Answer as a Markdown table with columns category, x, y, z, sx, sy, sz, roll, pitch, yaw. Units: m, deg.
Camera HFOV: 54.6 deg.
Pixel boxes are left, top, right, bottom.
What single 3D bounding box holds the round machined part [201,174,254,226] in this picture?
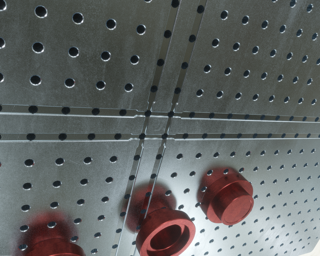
| category | x | y | z | sx | sy | sz | roll | pitch | yaw |
| --- | --- | --- | --- | --- | --- | --- | --- | --- | --- |
| round machined part | 0.126 | 0.133 | 0.550 | 0.099 | 0.042 | 0.097 | -14 | 124 | -21 |

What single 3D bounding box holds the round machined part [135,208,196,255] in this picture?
| category | x | y | z | sx | sy | sz | roll | pitch | yaw |
| --- | --- | --- | --- | --- | --- | --- | --- | --- | --- |
| round machined part | 0.005 | 0.171 | 0.508 | 0.099 | 0.042 | 0.097 | -14 | 124 | -21 |

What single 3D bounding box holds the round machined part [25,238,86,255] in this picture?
| category | x | y | z | sx | sy | sz | roll | pitch | yaw |
| --- | --- | --- | --- | --- | --- | --- | --- | --- | --- |
| round machined part | -0.154 | 0.196 | 0.437 | 0.099 | 0.042 | 0.097 | -14 | 124 | -21 |
